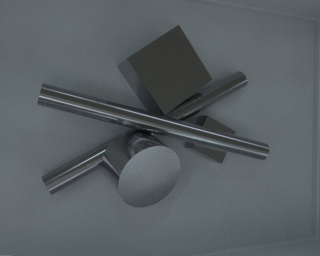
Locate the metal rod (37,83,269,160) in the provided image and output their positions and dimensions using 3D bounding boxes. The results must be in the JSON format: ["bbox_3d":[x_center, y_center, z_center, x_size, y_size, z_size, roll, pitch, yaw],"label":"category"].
[{"bbox_3d":[0.008,-0.002,0.386,0.302,0.025,0.025,14,85,-20],"label":"metal rod"}]

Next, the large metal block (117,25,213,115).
[{"bbox_3d":[0.006,-0.071,0.398,0.080,0.050,0.080,-38,103,-16],"label":"large metal block"}]

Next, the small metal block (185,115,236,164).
[{"bbox_3d":[0.071,0.016,0.435,0.050,0.025,0.050,28,81,-18],"label":"small metal block"}]

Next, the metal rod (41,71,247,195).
[{"bbox_3d":[-0.006,-0.002,0.407,0.302,0.025,0.025,-29,100,-18],"label":"metal rod"}]

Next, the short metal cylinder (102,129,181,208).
[{"bbox_3d":[-0.023,0.047,0.373,0.081,0.050,0.079,-14,119,-27],"label":"short metal cylinder"}]
